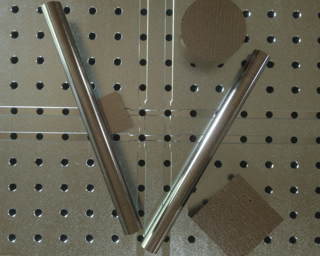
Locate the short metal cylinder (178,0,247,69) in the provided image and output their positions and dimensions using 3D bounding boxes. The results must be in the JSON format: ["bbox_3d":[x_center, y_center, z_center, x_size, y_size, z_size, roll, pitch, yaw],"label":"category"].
[{"bbox_3d":[0.065,-0.122,0.402,0.081,0.050,0.079,0,90,-1],"label":"short metal cylinder"}]

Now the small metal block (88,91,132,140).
[{"bbox_3d":[-0.070,-0.015,0.412,0.050,0.025,0.050,-24,90,-1],"label":"small metal block"}]

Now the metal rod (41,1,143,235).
[{"bbox_3d":[-0.084,-0.012,0.387,0.025,0.025,0.299,-20,90,0],"label":"metal rod"}]

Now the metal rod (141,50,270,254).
[{"bbox_3d":[0.061,0.031,0.414,0.025,0.025,0.299,30,90,-1],"label":"metal rod"}]

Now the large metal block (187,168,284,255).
[{"bbox_3d":[0.094,0.111,0.402,0.080,0.050,0.080,-44,91,0],"label":"large metal block"}]
